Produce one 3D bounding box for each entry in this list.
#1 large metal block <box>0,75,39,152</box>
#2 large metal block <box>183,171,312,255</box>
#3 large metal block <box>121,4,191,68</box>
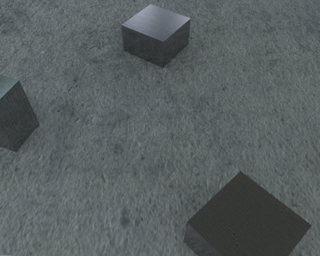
[{"bbox_3d":[-0.211,-0.023,0.384,0.080,0.080,0.050,16,52,13],"label":"large metal block"},{"bbox_3d":[0.081,0.103,0.301,0.080,0.050,0.080,-36,59,-27],"label":"large metal block"},{"bbox_3d":[-0.006,-0.155,0.518,0.080,0.050,0.080,28,55,21],"label":"large metal block"}]
